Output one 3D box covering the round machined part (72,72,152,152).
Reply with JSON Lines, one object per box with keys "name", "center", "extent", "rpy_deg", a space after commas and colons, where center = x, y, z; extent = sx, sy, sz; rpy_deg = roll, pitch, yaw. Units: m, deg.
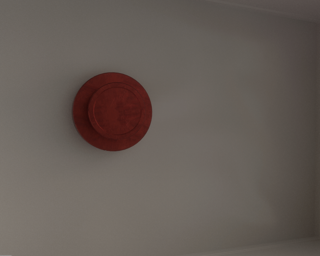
{"name": "round machined part", "center": [-0.056, -0.020, 0.381], "extent": [0.099, 0.042, 0.097], "rpy_deg": [0, 90, -20]}
